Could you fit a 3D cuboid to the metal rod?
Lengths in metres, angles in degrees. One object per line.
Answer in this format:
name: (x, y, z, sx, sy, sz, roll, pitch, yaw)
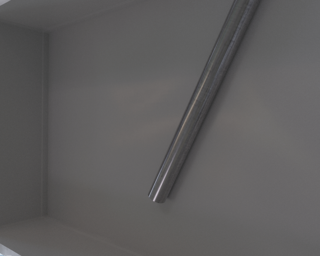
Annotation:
metal rod: (0.051, -0.039, 0.365, 0.025, 0.025, 0.298, 36, 112, 34)
